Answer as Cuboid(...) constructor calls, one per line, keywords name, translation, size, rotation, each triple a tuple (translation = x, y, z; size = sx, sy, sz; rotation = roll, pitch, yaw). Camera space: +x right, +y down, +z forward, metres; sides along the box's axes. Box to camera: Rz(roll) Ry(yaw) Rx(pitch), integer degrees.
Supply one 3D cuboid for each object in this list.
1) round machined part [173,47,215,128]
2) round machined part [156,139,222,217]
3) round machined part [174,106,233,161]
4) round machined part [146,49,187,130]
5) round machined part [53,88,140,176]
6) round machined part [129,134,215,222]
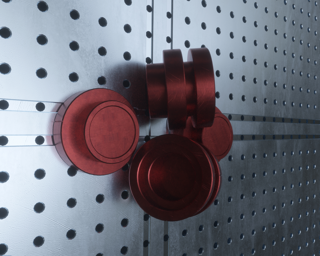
Cuboid(name="round machined part", translation=(0.038, -0.048, 0.384), size=(0.042, 0.098, 0.097), rotation=(-4, 94, 0))
Cuboid(name="round machined part", translation=(0.030, 0.063, 0.398), size=(0.042, 0.098, 0.098), rotation=(27, 70, -70))
Cuboid(name="round machined part", translation=(0.070, 0.012, 0.456), size=(0.099, 0.042, 0.097), rotation=(0, 90, -40))
Cuboid(name="round machined part", translation=(0.006, -0.046, 0.381), size=(0.042, 0.098, 0.097), rotation=(-4, 94, 0))
Cuboid(name="round machined part", translation=(-0.062, 0.004, 0.344), size=(0.099, 0.042, 0.097), rotation=(0, 90, -40))
Cuboid(name="round machined part", translation=(0.017, 0.058, 0.369), size=(0.042, 0.098, 0.098), rotation=(25, 71, -71))
